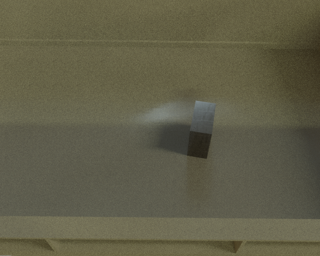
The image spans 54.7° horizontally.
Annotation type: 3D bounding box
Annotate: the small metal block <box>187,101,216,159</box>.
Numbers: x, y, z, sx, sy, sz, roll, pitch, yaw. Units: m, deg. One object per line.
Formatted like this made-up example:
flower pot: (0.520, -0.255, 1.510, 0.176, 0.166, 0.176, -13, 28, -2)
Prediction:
small metal block: (0.052, 0.002, 0.388, 0.025, 0.050, 0.050, 9, 51, 7)
